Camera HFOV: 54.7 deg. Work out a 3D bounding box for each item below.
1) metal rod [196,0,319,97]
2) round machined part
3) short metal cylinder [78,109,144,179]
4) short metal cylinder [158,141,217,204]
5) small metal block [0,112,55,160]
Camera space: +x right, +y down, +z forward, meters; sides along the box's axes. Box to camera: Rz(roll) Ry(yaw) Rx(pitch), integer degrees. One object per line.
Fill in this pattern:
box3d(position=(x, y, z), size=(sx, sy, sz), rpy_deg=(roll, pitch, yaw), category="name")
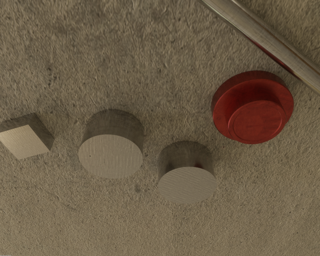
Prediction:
box3d(position=(0.106, -0.098, 0.324), size=(0.301, 0.025, 0.025), rpy_deg=(28, 124, -23), category="metal rod")
box3d(position=(0.115, -0.018, 0.382), size=(0.099, 0.042, 0.097), rpy_deg=(0, 130, 0), category="round machined part")
box3d(position=(-0.062, 0.022, 0.409), size=(0.081, 0.050, 0.079), rpy_deg=(0, 130, 0), category="short metal cylinder")
box3d(position=(0.038, 0.064, 0.446), size=(0.081, 0.050, 0.079), rpy_deg=(0, 130, 0), category="short metal cylinder")
box3d(position=(-0.180, 0.012, 0.415), size=(0.050, 0.025, 0.050), rpy_deg=(-15, 129, 12), category="small metal block")
